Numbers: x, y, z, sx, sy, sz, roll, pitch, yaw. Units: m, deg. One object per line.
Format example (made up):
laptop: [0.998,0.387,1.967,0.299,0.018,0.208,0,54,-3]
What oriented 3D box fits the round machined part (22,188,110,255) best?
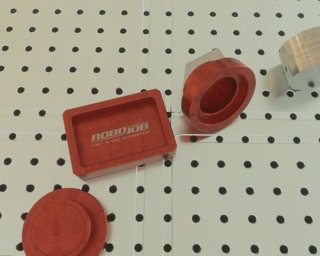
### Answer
round machined part: [-0.111,0.118,0.358,0.099,0.042,0.098,0,70,0]

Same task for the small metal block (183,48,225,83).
small metal block: [0.062,-0.076,0.427,0.050,0.050,0.025,-28,72,-10]

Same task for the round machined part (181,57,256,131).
round machined part: [0.069,-0.046,0.396,0.099,0.098,0.042,-28,49,-10]

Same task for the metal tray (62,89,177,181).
metal tray: [-0.052,0.007,0.405,0.131,0.030,0.090,-14,71,-6]

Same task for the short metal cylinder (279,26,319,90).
short metal cylinder: [0.209,-0.092,0.419,0.081,0.080,0.050,-7,70,-3]
